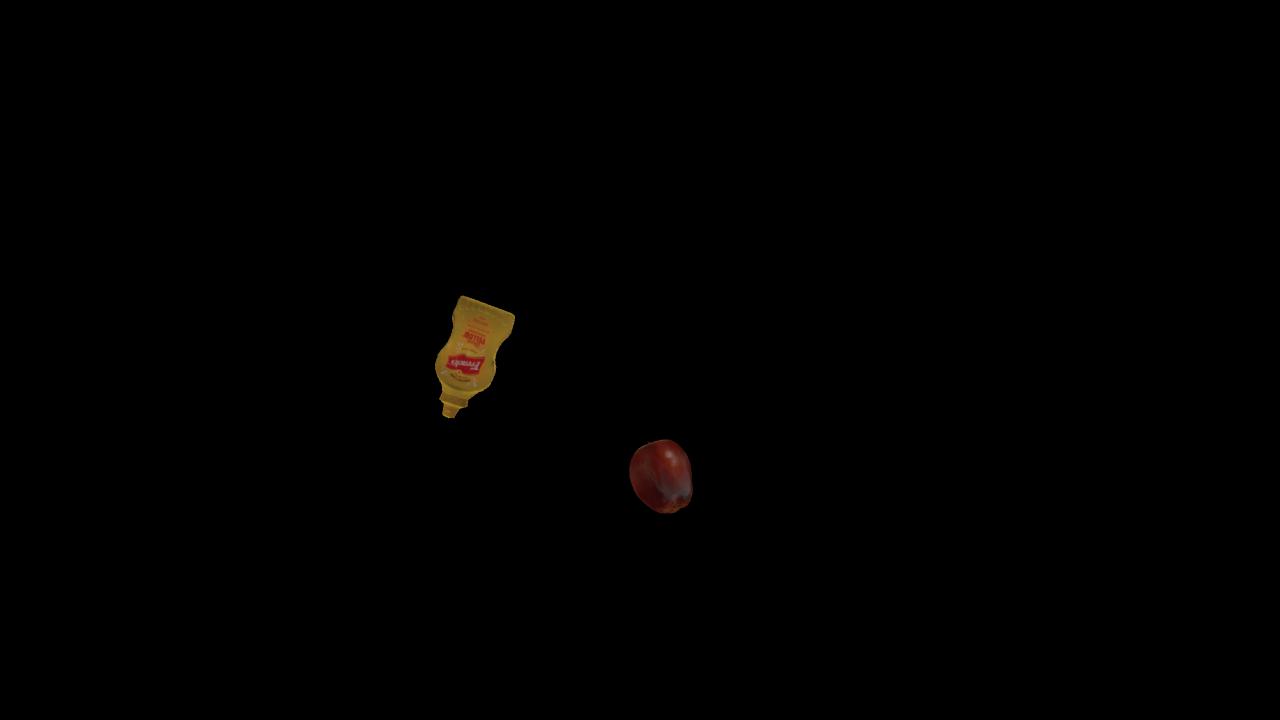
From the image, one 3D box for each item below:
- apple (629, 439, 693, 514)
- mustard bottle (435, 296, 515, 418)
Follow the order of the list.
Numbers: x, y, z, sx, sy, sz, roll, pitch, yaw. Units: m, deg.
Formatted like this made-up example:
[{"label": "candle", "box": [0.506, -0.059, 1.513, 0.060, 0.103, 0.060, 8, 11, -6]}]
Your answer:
[{"label": "apple", "box": [0.027, 0.143, 0.765, 0.079, 0.093, 0.079, -15, -31, -9]}, {"label": "mustard bottle", "box": [-0.263, 0.002, 0.942, 0.092, 0.184, 0.054, 20, -3, -14]}]
